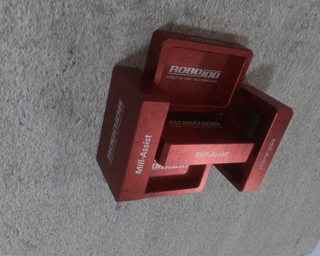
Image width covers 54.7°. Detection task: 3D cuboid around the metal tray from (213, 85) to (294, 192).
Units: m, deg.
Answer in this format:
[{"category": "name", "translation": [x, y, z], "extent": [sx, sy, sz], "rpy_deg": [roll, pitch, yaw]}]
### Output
[{"category": "metal tray", "translation": [0.122, 0.013, 0.441], "extent": [0.030, 0.090, 0.129], "rpy_deg": [1, 118, -29]}]

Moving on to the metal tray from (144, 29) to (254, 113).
[{"category": "metal tray", "translation": [0.045, -0.066, 0.389], "extent": [0.131, 0.030, 0.089], "rpy_deg": [0, 121, -29]}]

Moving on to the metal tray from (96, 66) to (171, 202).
[{"category": "metal tray", "translation": [-0.036, 0.006, 0.350], "extent": [0.030, 0.090, 0.129], "rpy_deg": [1, 119, -29]}]

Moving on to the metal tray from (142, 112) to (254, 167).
[{"category": "metal tray", "translation": [0.042, 0.009, 0.396], "extent": [0.131, 0.090, 0.030], "rpy_deg": [1, 119, -29]}]

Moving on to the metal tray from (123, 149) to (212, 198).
[{"category": "metal tray", "translation": [0.013, 0.053, 0.447], "extent": [0.131, 0.030, 0.089], "rpy_deg": [0, 117, -29]}]
